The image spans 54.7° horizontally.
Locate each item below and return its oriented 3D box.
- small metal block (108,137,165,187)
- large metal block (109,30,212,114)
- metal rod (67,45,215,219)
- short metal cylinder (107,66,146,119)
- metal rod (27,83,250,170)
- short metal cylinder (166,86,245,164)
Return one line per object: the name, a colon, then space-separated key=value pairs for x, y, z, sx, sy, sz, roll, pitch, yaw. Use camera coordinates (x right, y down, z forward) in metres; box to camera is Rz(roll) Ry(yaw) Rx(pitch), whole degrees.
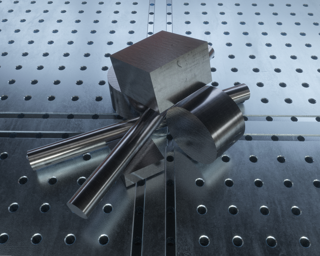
small metal block: x=-0.029 y=0.035 z=0.373 sx=0.050 sy=0.025 sz=0.050 roll=-22 pitch=54 yaw=-18
large metal block: x=0.001 y=-0.070 z=0.363 sx=0.080 sy=0.050 sz=0.080 roll=-33 pitch=40 yaw=-24
metal rod: x=-0.005 y=-0.018 z=0.386 sx=0.025 sy=0.025 sz=0.301 roll=24 pitch=54 yaw=19
short metal cylinder: x=-0.030 y=-0.057 z=0.434 sx=0.081 sy=0.050 sz=0.080 roll=0 pitch=50 yaw=0
metal rod: x=-0.015 y=-0.007 z=0.408 sx=0.302 sy=0.025 sz=0.025 roll=-18 pitch=53 yaw=-15
short metal cylinder: x=0.053 y=-0.004 z=0.371 sx=0.050 sy=0.080 sz=0.080 roll=-36 pitch=59 yaw=-25
